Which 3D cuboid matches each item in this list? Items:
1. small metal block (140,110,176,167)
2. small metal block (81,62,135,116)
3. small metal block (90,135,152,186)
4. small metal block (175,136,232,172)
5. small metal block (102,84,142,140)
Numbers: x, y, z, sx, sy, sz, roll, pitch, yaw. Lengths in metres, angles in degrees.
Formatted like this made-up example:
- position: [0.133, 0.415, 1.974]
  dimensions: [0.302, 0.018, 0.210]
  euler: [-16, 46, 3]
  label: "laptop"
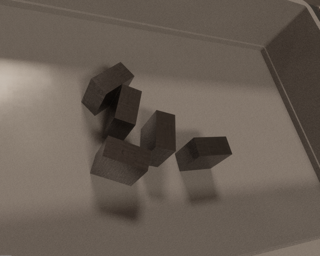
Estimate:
- position: [-0.004, 0.014, 0.381]
  dimensions: [0.025, 0.050, 0.050]
  euler: [14, 56, -21]
  label: "small metal block"
- position: [-0.065, -0.048, 0.385]
  dimensions: [0.025, 0.050, 0.050]
  euler: [46, 51, 3]
  label: "small metal block"
- position: [-0.044, 0.038, 0.344]
  dimensions: [0.050, 0.050, 0.025]
  euler: [21, 54, -16]
  label: "small metal block"
- position: [0.055, 0.034, 0.401]
  dimensions: [0.050, 0.050, 0.025]
  euler: [-1, 62, -29]
  label: "small metal block"
- position: [-0.046, -0.016, 0.376]
  dimensions: [0.025, 0.050, 0.050]
  euler: [20, 54, -18]
  label: "small metal block"
